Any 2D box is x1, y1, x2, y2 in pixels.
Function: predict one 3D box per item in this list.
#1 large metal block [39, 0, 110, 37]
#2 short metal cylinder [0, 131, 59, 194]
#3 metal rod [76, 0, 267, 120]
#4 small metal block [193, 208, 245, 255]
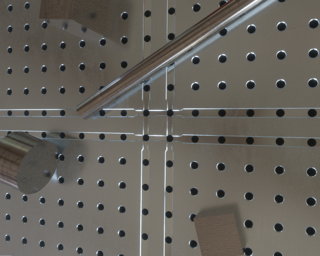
[{"bbox_3d":[-0.112,-0.176,0.423,0.050,0.080,0.079,8,93,20],"label":"large metal block"},{"bbox_3d":[-0.196,0.050,0.453,0.050,0.080,0.080,18,96,19],"label":"short metal cylinder"},{"bbox_3d":[0.010,-0.096,0.409,0.300,0.025,0.025,-31,80,17],"label":"metal rod"},{"bbox_3d":[0.074,0.131,0.386,0.050,0.025,0.050,-14,85,19],"label":"small metal block"}]
